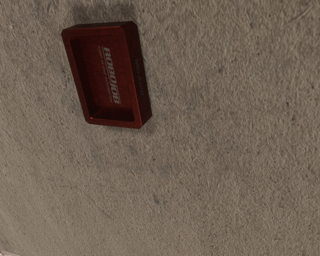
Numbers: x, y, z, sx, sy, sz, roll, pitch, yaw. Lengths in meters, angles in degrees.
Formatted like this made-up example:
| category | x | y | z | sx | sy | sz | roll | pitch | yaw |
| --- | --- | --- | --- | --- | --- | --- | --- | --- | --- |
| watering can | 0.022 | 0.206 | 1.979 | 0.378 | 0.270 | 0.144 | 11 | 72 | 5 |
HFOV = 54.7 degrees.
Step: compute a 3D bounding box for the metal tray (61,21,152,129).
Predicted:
| category | x | y | z | sx | sy | sz | roll | pitch | yaw |
| --- | --- | --- | --- | --- | --- | --- | --- | --- | --- |
| metal tray | -0.066 | -0.065 | 0.395 | 0.090 | 0.030 | 0.129 | 5 | 121 | 25 |
